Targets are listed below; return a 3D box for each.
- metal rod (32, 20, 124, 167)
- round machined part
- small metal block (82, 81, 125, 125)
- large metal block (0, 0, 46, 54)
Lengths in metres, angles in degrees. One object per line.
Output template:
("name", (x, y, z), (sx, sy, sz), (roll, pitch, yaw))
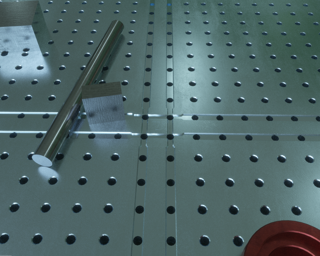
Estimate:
("metal rod", (-0.109, -0.073, 0.467), (0.025, 0.025, 0.300), (10, 51, 8))
("round machined part", (0.121, 0.139, 0.281), (0.099, 0.042, 0.098), (0, 50, 0))
("small metal block", (-0.075, -0.033, 0.419), (0.050, 0.050, 0.025), (-8, 51, -7))
("large metal block", (-0.250, -0.176, 0.537), (0.081, 0.050, 0.080), (-5, 50, -4))
